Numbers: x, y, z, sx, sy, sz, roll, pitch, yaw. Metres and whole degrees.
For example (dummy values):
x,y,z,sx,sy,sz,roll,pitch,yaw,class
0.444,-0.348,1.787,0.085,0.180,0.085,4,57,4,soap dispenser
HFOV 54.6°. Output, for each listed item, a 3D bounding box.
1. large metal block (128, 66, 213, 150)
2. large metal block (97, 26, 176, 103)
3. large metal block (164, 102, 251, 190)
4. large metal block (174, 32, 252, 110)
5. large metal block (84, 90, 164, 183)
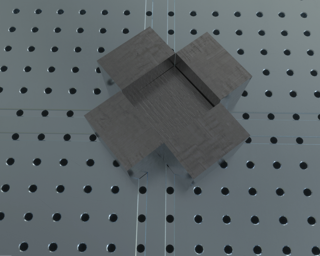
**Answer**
x,y,z,sx,sy,sz,roll,pitch,yaw,class
0.013,-0.019,0.404,0.080,0.050,0.080,-37,73,-10,large metal block
-0.028,-0.072,0.409,0.080,0.080,0.050,-37,74,-12,large metal block
0.052,0.025,0.375,0.080,0.080,0.050,-35,74,-12,large metal block
0.064,-0.062,0.406,0.050,0.080,0.080,-37,75,-12,large metal block
-0.040,0.014,0.377,0.050,0.080,0.080,-37,75,-12,large metal block
